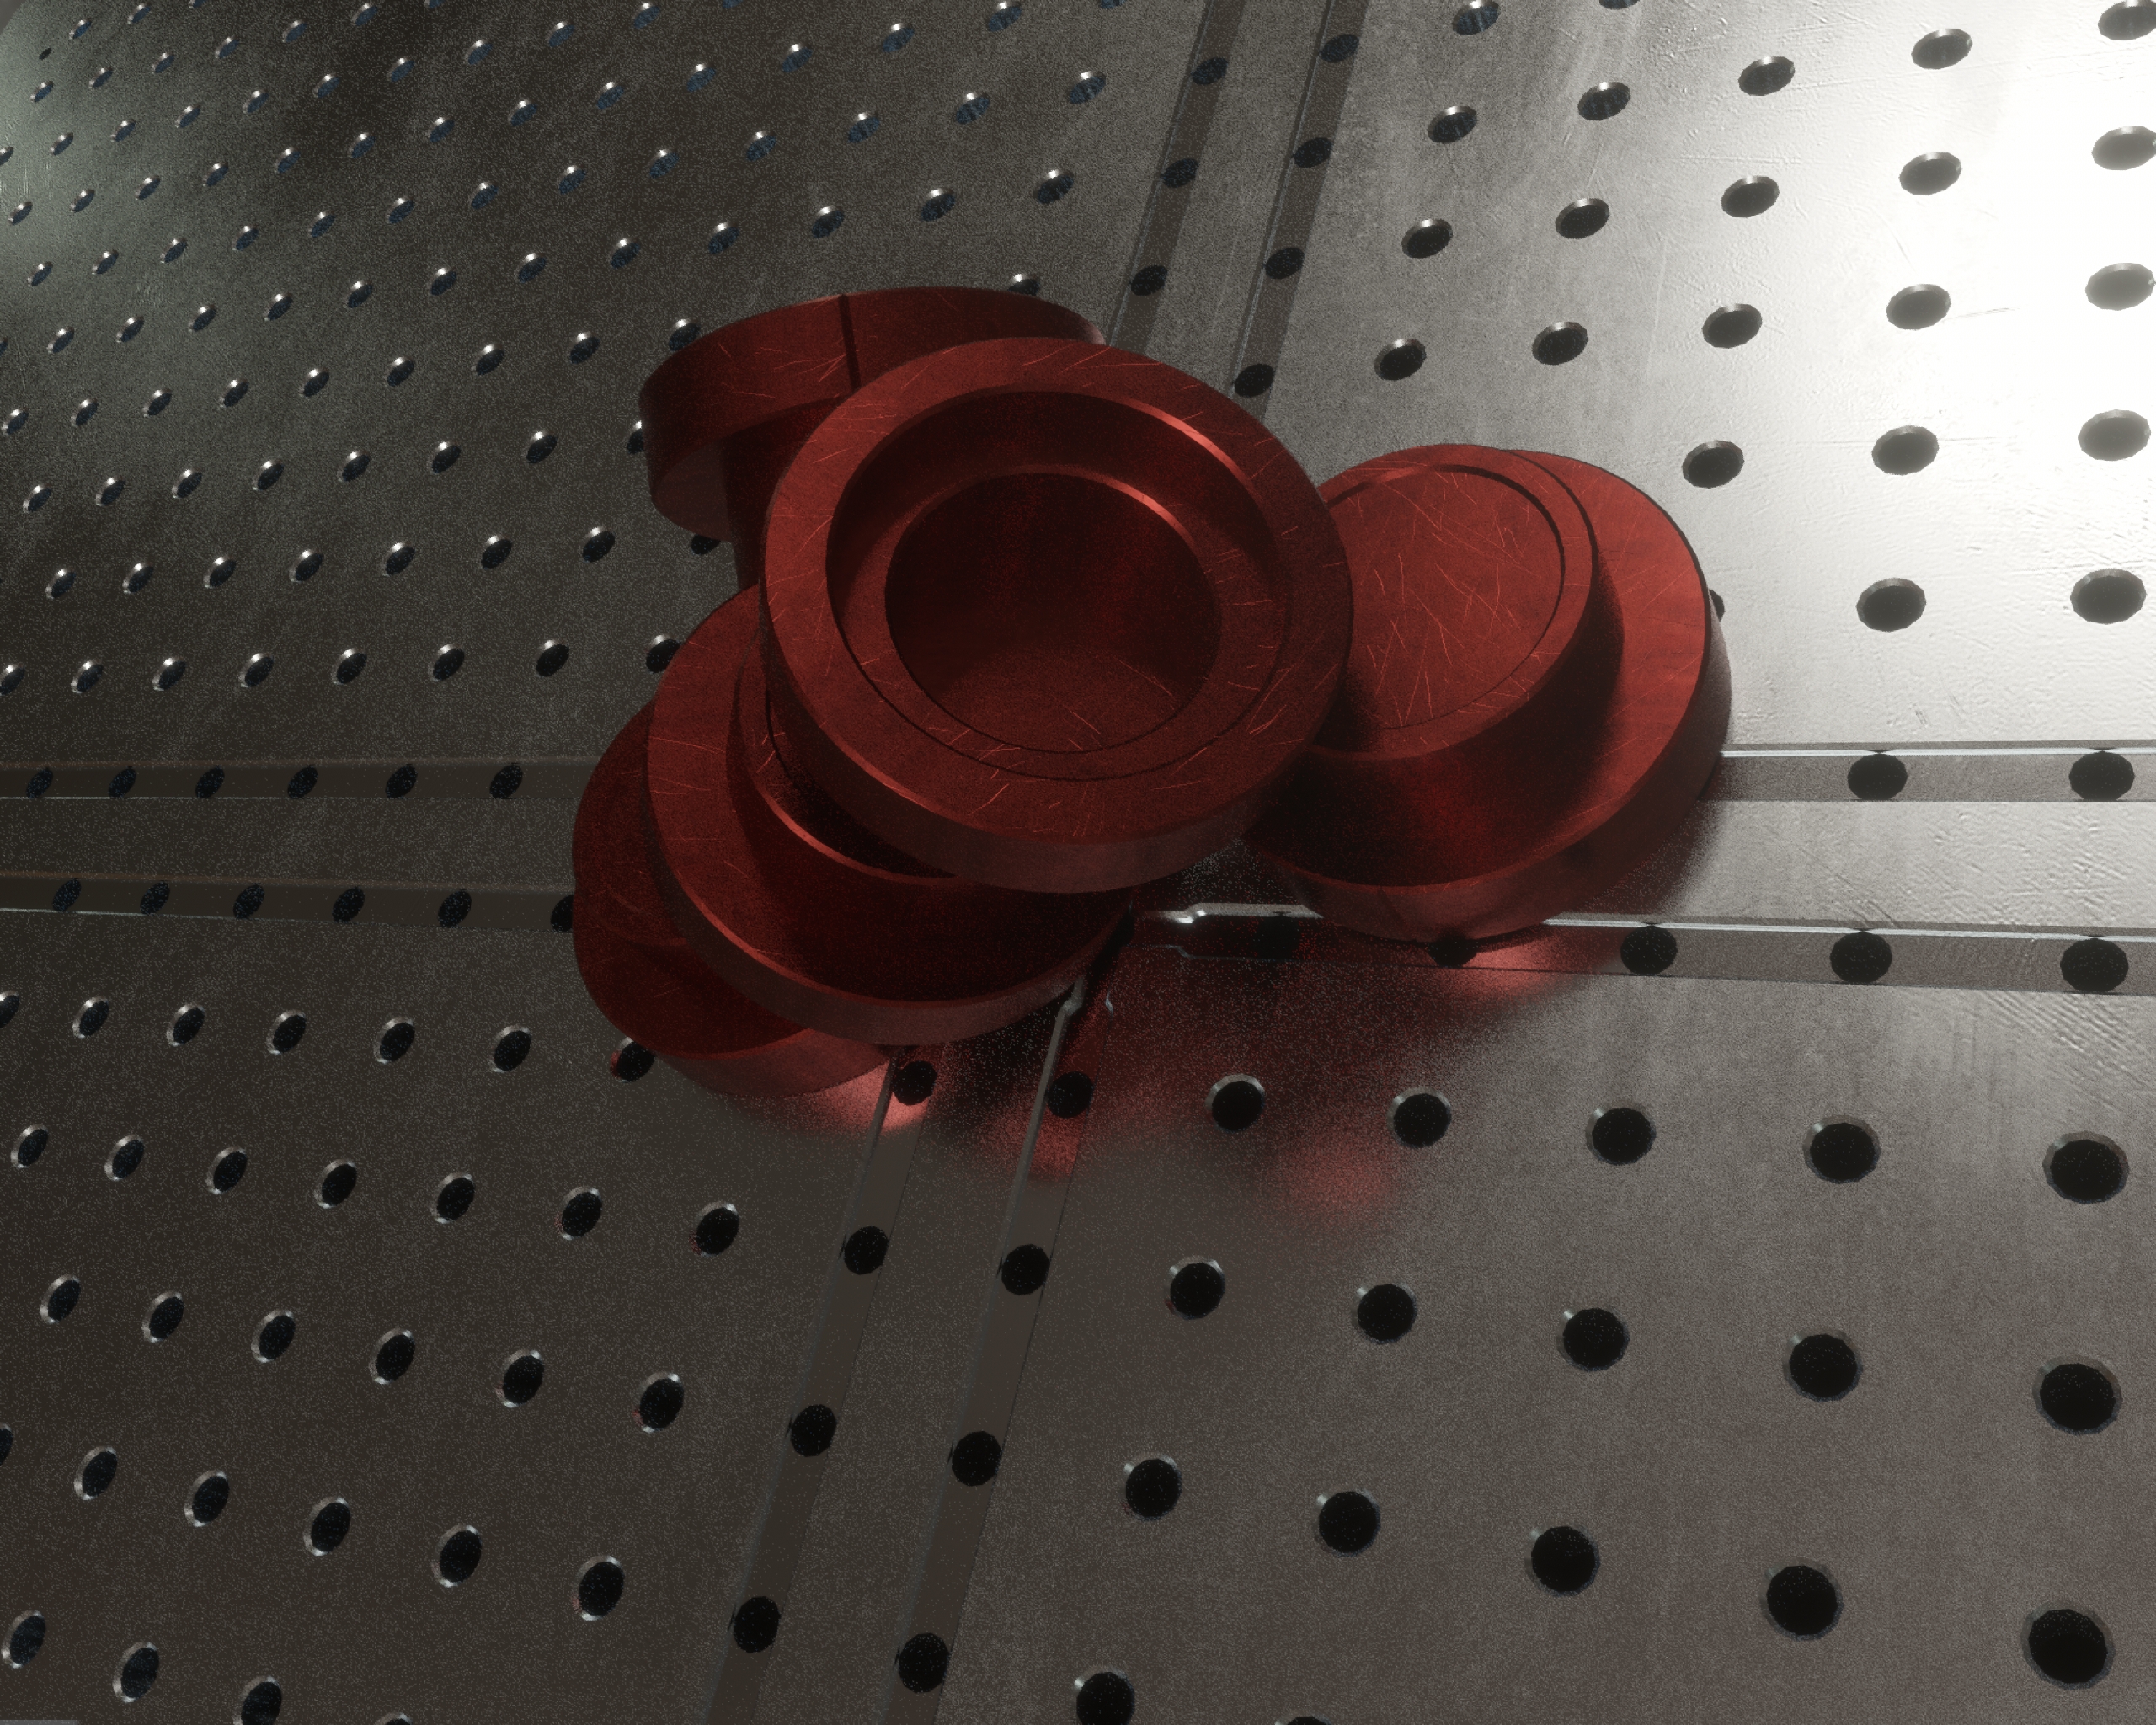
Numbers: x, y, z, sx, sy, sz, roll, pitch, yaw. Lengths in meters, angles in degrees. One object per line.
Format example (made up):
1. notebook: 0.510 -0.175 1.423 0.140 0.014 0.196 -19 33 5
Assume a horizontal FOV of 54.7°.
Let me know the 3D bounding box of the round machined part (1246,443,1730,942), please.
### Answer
1. round machined part: 0.066 -0.038 0.385 0.098 0.042 0.098 -13 56 20

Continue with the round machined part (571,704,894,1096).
1. round machined part: -0.064 -0.005 0.432 0.098 0.042 0.098 -13 56 20

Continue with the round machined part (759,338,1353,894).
1. round machined part: -0.006 -0.039 0.361 0.099 0.042 0.098 4 65 -8

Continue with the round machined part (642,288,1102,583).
1. round machined part: -0.039 -0.080 0.436 0.098 0.098 0.042 -12 83 21

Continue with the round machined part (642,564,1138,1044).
1. round machined part: -0.032 -0.018 0.393 0.099 0.042 0.098 6 63 -11
